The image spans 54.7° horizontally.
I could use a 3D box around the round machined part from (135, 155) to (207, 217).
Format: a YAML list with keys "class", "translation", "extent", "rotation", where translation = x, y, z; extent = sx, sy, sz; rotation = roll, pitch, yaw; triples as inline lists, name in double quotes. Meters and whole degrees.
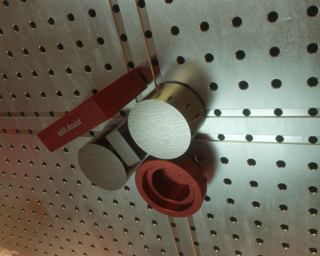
- class: "round machined part"
  translation: [0.019, 0.073, 0.430]
  extent: [0.098, 0.042, 0.097]
  rotation: [13, 124, 21]

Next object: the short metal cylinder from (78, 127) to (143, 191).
- class: "short metal cylinder"
  translation: [-0.072, 0.045, 0.456]
  extent: [0.080, 0.050, 0.079]
  rotation: [13, 124, 21]

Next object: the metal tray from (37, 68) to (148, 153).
- class: "metal tray"
  translation: [-0.087, -0.022, 0.396]
  extent: [0.130, 0.090, 0.030]
  rotation: [-26, 104, 37]

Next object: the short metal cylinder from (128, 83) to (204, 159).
- class: "short metal cylinder"
  translation: [0.008, -0.009, 0.380]
  extent: [0.080, 0.050, 0.079]
  rotation: [13, 124, 21]

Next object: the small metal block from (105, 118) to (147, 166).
- class: "small metal block"
  translation: [-0.037, 0.015, 0.418]
  extent: [0.025, 0.050, 0.050]
  rotation: [-28, 103, 37]
